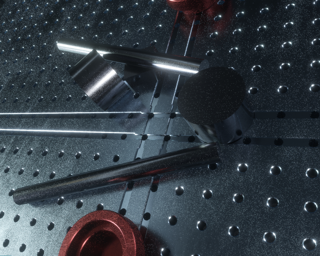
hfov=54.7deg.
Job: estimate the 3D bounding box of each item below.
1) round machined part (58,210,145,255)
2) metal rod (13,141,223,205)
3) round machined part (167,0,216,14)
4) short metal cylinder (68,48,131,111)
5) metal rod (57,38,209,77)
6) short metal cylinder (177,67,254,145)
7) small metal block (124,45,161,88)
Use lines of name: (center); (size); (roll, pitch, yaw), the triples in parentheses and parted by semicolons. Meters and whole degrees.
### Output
round machined part: (-0.060, 0.144, 0.341); (0.098, 0.042, 0.098); (-13, 56, 21)
metal rod: (-0.069, 0.064, 0.405); (0.301, 0.025, 0.025); (-15, 56, 19)
round machined part: (0.057, -0.227, 0.507); (0.098, 0.042, 0.098); (-13, 56, 21)
short metal cylinder: (-0.089, -0.071, 0.464); (0.050, 0.080, 0.080); (-41, 51, 0)
metal rod: (-0.060, -0.113, 0.477); (0.300, 0.025, 0.025); (19, 72, 36)
short metal cylinder: (0.068, -0.026, 0.373); (0.080, 0.050, 0.080); (-13, 56, 21)
small metal block: (-0.027, -0.095, 0.481); (0.050, 0.025, 0.050); (-14, 56, 20)
